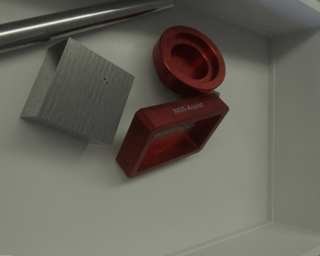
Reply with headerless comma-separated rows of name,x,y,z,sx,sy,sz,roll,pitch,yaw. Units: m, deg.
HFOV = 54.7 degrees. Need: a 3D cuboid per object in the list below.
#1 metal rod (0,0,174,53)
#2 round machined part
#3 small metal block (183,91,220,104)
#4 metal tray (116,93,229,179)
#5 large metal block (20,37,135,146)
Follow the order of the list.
metal rod,-0.096,-0.111,0.326,0.302,0.025,0.025,-30,109,-36
round machined part,0.034,-0.083,0.410,0.099,0.042,0.098,13,61,-23
small metal block,0.060,-0.034,0.459,0.050,0.025,0.050,16,80,-39
metal tray,0.017,0.007,0.383,0.131,0.089,0.030,-16,56,-39
large metal block,-0.083,-0.033,0.322,0.080,0.050,0.080,27,73,-37
